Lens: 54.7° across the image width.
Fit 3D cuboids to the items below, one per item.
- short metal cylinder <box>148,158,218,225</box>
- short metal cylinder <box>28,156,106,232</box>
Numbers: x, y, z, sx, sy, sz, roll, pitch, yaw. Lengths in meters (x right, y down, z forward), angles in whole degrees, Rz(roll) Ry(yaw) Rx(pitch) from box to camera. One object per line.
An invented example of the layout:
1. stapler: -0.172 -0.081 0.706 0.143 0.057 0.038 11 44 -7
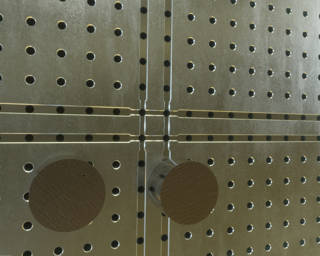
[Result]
1. short metal cylinder: 0.029 0.081 0.412 0.081 0.050 0.079 0 90 -20
2. short metal cylinder: -0.108 0.073 0.360 0.081 0.050 0.079 0 90 -21
